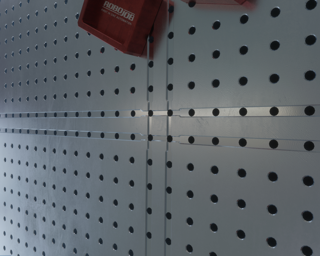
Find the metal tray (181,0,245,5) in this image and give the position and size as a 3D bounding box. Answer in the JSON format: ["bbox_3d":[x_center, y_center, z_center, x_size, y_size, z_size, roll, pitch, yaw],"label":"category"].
[{"bbox_3d":[0.066,-0.213,0.352,0.090,0.030,0.129,21,103,38],"label":"metal tray"}]

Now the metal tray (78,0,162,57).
[{"bbox_3d":[-0.065,-0.172,0.460,0.130,0.030,0.089,36,112,34],"label":"metal tray"}]
